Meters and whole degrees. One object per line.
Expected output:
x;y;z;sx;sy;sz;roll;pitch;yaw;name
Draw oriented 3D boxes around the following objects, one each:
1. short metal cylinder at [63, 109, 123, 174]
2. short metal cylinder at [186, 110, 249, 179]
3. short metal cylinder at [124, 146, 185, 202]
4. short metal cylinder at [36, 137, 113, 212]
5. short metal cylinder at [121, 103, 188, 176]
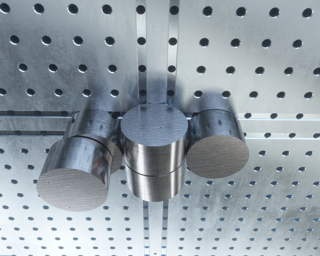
-0.088;0.021;0.412;0.081;0.050;0.079;0;130;0;short metal cylinder
0.073;0.022;0.414;0.081;0.050;0.079;0;130;0;short metal cylinder
-0.006;0.052;0.419;0.080;0.080;0.050;-1;130;0;short metal cylinder
-0.101;0.057;0.375;0.081;0.050;0.079;0;130;0;short metal cylinder
-0.007;0.013;0.387;0.081;0.080;0.050;1;131;-1;short metal cylinder
